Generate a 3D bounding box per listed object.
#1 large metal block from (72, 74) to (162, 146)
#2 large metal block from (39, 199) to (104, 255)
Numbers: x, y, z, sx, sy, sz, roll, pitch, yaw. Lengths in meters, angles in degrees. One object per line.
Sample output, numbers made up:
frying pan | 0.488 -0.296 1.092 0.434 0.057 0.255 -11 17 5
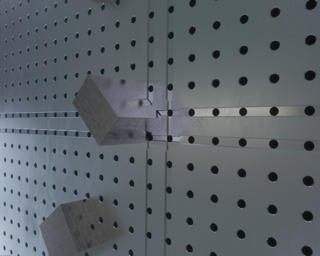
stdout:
large metal block | -0.058 -0.024 0.423 0.080 0.081 0.050 52 121 27
large metal block | -0.150 0.178 0.518 0.080 0.050 0.080 -44 64 31
